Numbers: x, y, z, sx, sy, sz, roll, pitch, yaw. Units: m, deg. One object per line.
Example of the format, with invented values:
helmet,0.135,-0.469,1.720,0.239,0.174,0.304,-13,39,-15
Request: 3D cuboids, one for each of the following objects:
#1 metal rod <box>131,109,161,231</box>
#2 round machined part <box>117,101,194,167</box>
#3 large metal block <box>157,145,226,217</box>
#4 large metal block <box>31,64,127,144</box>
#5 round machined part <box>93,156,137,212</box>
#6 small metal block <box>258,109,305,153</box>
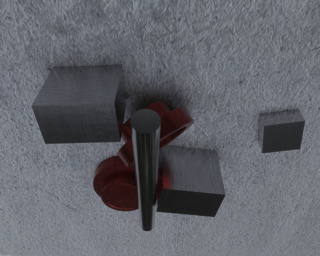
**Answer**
metal rod,-0.016,0.075,0.382,0.025,0.025,0.299,1,147,-1
round machined part,-0.011,0.003,0.375,0.098,0.099,0.042,-40,81,28
large metal block,0.039,0.072,0.433,0.081,0.080,0.050,7,130,-6
large metal block,-0.083,-0.028,0.345,0.080,0.080,0.050,-2,129,1
round machined part,-0.053,0.090,0.472,0.099,0.042,0.097,0,130,0
small metal block,0.160,0.005,0.413,0.050,0.025,0.050,-7,130,6
